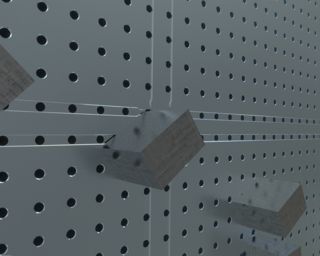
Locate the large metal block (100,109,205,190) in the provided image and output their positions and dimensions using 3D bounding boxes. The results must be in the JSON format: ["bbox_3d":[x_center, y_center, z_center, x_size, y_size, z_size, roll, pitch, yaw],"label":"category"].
[{"bbox_3d":[-0.009,0.022,0.365,0.080,0.080,0.050,-42,116,-32],"label":"large metal block"}]

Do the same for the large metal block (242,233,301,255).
[{"bbox_3d":[0.194,0.239,0.534,0.050,0.080,0.080,-8,96,-40],"label":"large metal block"}]

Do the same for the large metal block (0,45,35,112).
[{"bbox_3d":[-0.158,-0.047,0.241,0.080,0.080,0.050,52,60,-27],"label":"large metal block"}]

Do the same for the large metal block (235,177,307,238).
[{"bbox_3d":[0.190,0.132,0.531,0.081,0.080,0.050,-32,110,-35],"label":"large metal block"}]
